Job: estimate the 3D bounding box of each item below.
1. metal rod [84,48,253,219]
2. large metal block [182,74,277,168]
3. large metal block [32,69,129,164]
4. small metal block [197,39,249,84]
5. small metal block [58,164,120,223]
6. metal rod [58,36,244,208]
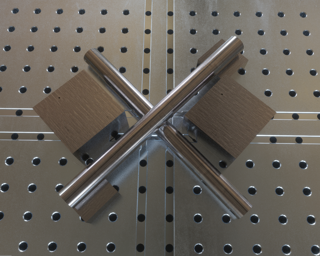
[{"bbox_3d":[0.002,-0.002,0.411,0.025,0.025,0.300,-41,75,-13],"label":"metal rod"},{"bbox_3d":[0.087,-0.009,0.402,0.080,0.050,0.080,41,75,13],"label":"large metal block"},{"bbox_3d":[-0.100,-0.014,0.403,0.080,0.050,0.080,-41,75,-14],"label":"large metal block"},{"bbox_3d":[0.089,-0.092,0.446,0.050,0.025,0.050,-42,76,-14],"label":"small metal block"},{"bbox_3d":[-0.086,0.080,0.382,0.050,0.025,0.050,43,75,14],"label":"small metal block"},{"bbox_3d":[-0.001,-0.017,0.391,0.301,0.025,0.025,-43,76,-14],"label":"metal rod"}]
